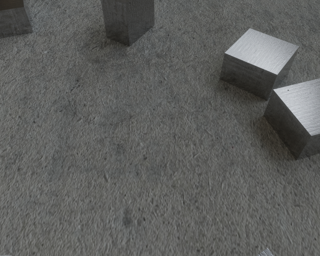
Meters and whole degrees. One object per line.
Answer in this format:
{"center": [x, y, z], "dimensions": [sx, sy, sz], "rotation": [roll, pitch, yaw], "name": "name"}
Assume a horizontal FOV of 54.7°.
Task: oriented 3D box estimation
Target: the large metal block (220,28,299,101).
{"center": [0.150, -0.098, 0.470], "dimensions": [0.080, 0.050, 0.080], "rotation": [30, 56, 23], "name": "large metal block"}

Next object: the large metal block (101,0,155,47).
{"center": [-0.053, -0.203, 0.538], "dimensions": [0.050, 0.080, 0.080], "rotation": [25, 55, 20], "name": "large metal block"}

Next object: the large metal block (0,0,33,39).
{"center": [-0.282, -0.208, 0.560], "dimensions": [0.081, 0.050, 0.080], "rotation": [-15, 52, -13], "name": "large metal block"}

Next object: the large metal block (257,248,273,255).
{"center": [0.079, 0.162, 0.251], "dimensions": [0.081, 0.050, 0.080], "rotation": [-25, 54, -19], "name": "large metal block"}

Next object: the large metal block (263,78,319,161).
{"center": [0.196, -0.014, 0.400], "dimensions": [0.081, 0.050, 0.080], "rotation": [-14, 52, -12], "name": "large metal block"}
